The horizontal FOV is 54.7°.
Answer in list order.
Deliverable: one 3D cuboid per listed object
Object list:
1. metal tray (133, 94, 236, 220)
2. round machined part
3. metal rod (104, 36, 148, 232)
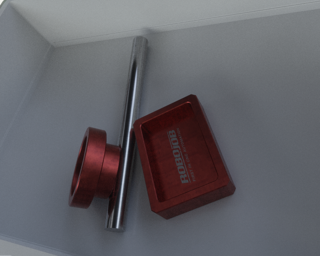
[{"bbox_3d":[0.024,0.031,0.370,0.090,0.030,0.130,-25,53,12],"label":"metal tray"},{"bbox_3d":[-0.079,0.051,0.382,0.098,0.042,0.097,-165,89,-72],"label":"round machined part"},{"bbox_3d":[-0.042,-0.011,0.432,0.025,0.025,0.299,-9,58,23],"label":"metal rod"}]
